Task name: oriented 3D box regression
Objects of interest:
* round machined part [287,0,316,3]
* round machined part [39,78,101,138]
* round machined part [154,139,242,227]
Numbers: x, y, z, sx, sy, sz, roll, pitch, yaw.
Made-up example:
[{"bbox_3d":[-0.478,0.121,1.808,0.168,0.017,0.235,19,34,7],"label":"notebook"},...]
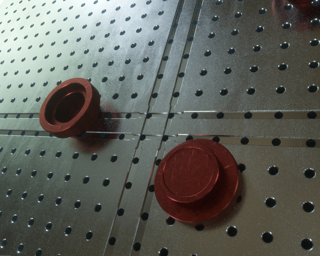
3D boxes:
[{"bbox_3d":[0.200,-0.210,0.421,0.098,0.042,0.098,-13,56,20],"label":"round machined part"},{"bbox_3d":[-0.134,-0.027,0.482,0.098,0.042,0.098,-13,56,20],"label":"round machined part"},{"bbox_3d":[0.037,0.055,0.343,0.098,0.042,0.098,-13,56,20],"label":"round machined part"}]
